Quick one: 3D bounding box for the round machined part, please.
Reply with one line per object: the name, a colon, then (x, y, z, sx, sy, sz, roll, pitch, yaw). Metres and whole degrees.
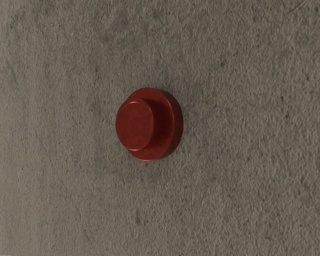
round machined part: (-0.021, -0.005, 0.410, 0.098, 0.042, 0.097, 0, 90, 39)
